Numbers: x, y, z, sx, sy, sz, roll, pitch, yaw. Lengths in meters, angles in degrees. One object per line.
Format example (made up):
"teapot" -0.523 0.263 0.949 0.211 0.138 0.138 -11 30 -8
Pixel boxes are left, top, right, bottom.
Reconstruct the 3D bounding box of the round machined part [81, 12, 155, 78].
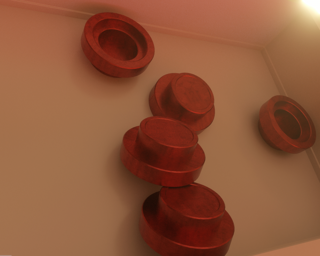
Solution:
"round machined part" -0.061 -0.109 0.430 0.099 0.042 0.098 14 56 -21

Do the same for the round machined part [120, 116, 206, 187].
"round machined part" 0.006 0.020 0.359 0.099 0.042 0.098 13 27 -6

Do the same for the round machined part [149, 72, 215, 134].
"round machined part" 0.037 -0.040 0.441 0.099 0.042 0.098 14 56 -21

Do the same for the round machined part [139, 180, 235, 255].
"round machined part" 0.030 0.090 0.324 0.099 0.042 0.098 10 20 -3

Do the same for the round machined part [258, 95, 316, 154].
"round machined part" 0.202 -0.002 0.508 0.099 0.042 0.098 14 56 -21
